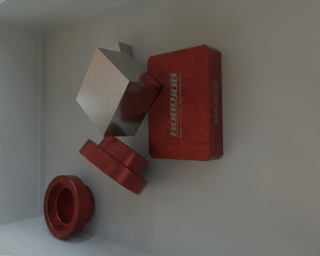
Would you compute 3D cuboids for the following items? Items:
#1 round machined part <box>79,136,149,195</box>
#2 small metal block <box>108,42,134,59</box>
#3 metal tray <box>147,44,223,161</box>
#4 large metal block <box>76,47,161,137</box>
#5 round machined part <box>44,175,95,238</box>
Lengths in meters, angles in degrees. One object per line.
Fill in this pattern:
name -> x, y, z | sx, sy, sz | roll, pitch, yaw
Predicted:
round machined part -> -0.054, 0.042, 0.410 | 0.098, 0.098, 0.042 | 30, 80, 35
small metal block -> -0.063, -0.090, 0.457 | 0.050, 0.025, 0.050 | -23, 76, 37
metal tray -> 0.029, -0.027, 0.378 | 0.090, 0.030, 0.129 | -2, 89, 39
large metal block -> -0.056, -0.045, 0.399 | 0.080, 0.050, 0.079 | 48, 121, 33
round machined part -> -0.146, 0.126, 0.508 | 0.098, 0.042, 0.097 | -7, 80, 39
